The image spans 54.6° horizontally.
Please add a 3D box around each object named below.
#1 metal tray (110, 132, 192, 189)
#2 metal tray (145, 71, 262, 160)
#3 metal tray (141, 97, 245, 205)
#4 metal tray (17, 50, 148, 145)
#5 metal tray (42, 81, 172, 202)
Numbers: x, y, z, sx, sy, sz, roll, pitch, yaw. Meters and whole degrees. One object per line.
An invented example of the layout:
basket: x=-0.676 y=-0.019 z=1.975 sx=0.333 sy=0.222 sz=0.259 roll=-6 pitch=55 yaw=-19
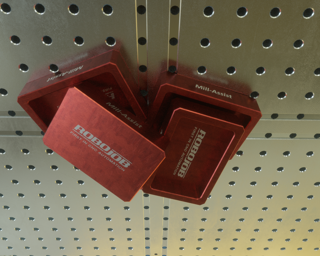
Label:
metal tray: x=-0.019 y=0.050 z=0.450 sx=0.131 sy=0.030 sz=0.089 roll=20 pitch=127 yaw=-17
metal tray: x=0.050 y=-0.011 z=0.397 sx=0.131 sy=0.030 sz=0.089 roll=15 pitch=128 yaw=-12
metal tray: x=0.037 y=0.034 z=0.397 sx=0.091 sy=0.030 sz=0.129 roll=16 pitch=117 yaw=-13
metal tray: x=-0.092 y=-0.030 z=0.381 sx=0.130 sy=0.030 sz=0.090 roll=-17 pitch=128 yaw=14
metal tray: x=-0.064 y=0.017 z=0.369 sx=0.130 sy=0.030 sz=0.090 roll=36 pitch=116 yaw=-1
